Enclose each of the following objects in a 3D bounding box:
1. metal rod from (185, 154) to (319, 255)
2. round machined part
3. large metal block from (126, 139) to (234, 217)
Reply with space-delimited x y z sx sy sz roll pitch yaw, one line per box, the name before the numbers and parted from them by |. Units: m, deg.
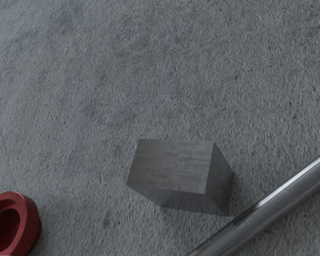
metal rod | 0.071 0.105 0.301 0.300 0.025 0.025 -38 51 2
round machined part | -0.199 0.138 0.411 0.098 0.042 0.098 -13 56 20
large metal block | 0.025 0.052 0.323 0.080 0.080 0.050 1 62 28
